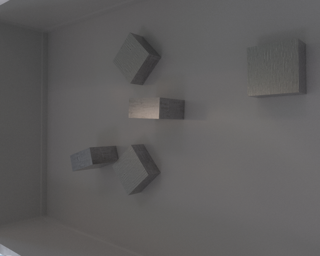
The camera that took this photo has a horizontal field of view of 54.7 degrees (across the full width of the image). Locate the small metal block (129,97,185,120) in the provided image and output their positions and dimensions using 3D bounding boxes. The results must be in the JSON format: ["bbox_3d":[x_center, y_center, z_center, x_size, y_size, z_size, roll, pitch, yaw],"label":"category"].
[{"bbox_3d":[-0.004,-0.024,0.394,0.050,0.050,0.025,3,92,40],"label":"small metal block"}]

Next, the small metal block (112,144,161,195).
[{"bbox_3d":[-0.034,0.058,0.435,0.050,0.025,0.050,-48,62,29],"label":"small metal block"}]

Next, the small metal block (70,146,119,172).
[{"bbox_3d":[-0.100,0.047,0.473,0.050,0.050,0.025,-21,77,38],"label":"small metal block"}]

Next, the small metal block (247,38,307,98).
[{"bbox_3d":[0.117,-0.058,0.311,0.050,0.025,0.050,-1,90,40],"label":"small metal block"}]

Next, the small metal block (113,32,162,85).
[{"bbox_3d":[-0.033,-0.096,0.434,0.050,0.025,0.050,52,120,27],"label":"small metal block"}]
